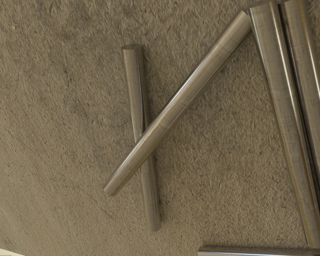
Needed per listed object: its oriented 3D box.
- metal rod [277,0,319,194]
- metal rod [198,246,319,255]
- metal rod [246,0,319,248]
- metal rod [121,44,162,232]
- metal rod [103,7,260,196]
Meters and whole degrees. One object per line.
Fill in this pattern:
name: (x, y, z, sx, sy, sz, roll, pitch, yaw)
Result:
metal rod: (0.169, 0.015, 0.326, 0.025, 0.025, 0.299, -10, 114, 32)
metal rod: (0.190, 0.176, 0.415, 0.300, 0.025, 0.025, -12, 112, 33)
metal rod: (0.142, 0.016, 0.330, 0.025, 0.025, 0.299, -8, 118, 31)
metal rod: (-0.022, 0.033, 0.438, 0.025, 0.025, 0.298, 9, 123, 23)
metal rod: (0.007, -0.009, 0.374, 0.025, 0.025, 0.298, 40, 122, 1)
